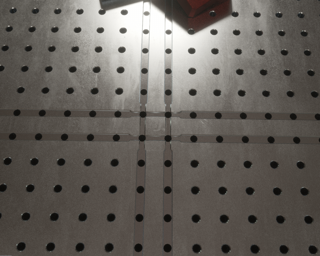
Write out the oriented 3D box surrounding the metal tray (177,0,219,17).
[{"bbox_3d":[0.048,-0.250,0.477,0.090,0.030,0.130,-36,91,-7],"label":"metal tray"}]
